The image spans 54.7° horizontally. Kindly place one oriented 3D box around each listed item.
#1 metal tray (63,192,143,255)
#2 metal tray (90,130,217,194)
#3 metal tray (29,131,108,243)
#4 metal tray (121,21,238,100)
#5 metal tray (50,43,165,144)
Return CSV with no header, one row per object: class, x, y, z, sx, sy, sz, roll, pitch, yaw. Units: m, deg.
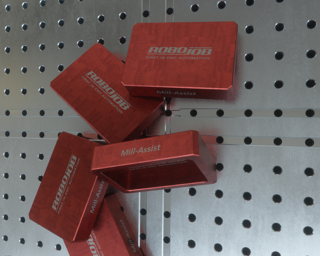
metal tray,-0.082,0.168,0.437,0.090,0.030,0.130,-29,81,17
metal tray,-0.005,0.046,0.377,0.130,0.090,0.030,-10,58,19
metal tray,-0.119,0.078,0.427,0.090,0.030,0.129,16,83,30
metal tray,0.026,-0.084,0.380,0.131,0.030,0.090,4,72,15
metal tray,-0.069,-0.043,0.415,0.130,0.030,0.090,42,78,15
